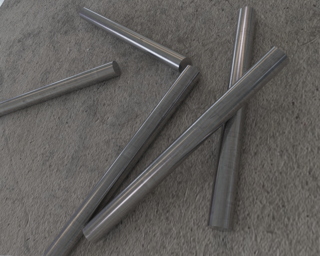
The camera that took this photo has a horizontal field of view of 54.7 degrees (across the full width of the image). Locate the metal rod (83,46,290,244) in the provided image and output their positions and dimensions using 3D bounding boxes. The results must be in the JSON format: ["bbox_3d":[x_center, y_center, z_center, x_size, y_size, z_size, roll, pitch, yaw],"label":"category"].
[{"bbox_3d":[0.024,0.024,0.353,0.300,0.025,0.025,-44,51,6],"label":"metal rod"}]

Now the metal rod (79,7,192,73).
[{"bbox_3d":[-0.057,-0.159,0.532,0.025,0.025,0.300,-48,51,-6],"label":"metal rod"}]

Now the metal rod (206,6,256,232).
[{"bbox_3d":[0.091,-0.031,0.374,0.025,0.025,0.300,-1,61,28],"label":"metal rod"}]

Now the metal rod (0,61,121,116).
[{"bbox_3d":[-0.207,-0.060,0.549,0.301,0.025,0.025,-15,56,19],"label":"metal rod"}]

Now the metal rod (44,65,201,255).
[{"bbox_3d":[-0.042,0.040,0.401,0.025,0.025,0.300,29,77,37],"label":"metal rod"}]
